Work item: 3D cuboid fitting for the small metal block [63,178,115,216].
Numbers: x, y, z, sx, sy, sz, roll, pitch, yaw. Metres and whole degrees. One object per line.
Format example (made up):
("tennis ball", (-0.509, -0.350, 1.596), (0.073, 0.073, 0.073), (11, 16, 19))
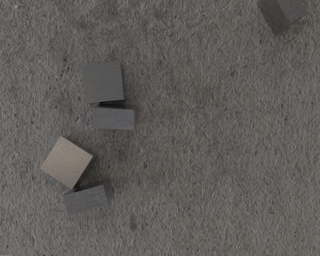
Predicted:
("small metal block", (-0.089, 0.086, 0.397), (0.050, 0.050, 0.025), (-16, 91, 0))

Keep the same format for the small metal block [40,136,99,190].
("small metal block", (-0.118, 0.045, 0.406), (0.050, 0.025, 0.050), (32, 90, 5))

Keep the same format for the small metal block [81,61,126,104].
("small metal block", (-0.074, -0.059, 0.409), (0.050, 0.025, 0.050), (-6, 90, 0))

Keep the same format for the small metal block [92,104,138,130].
("small metal block", (-0.056, -0.015, 0.395), (0.050, 0.050, 0.025), (3, 101, 0))

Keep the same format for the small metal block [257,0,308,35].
("small metal block", (0.155, -0.154, 0.398), (0.025, 0.050, 0.050), (-29, 90, 0))
